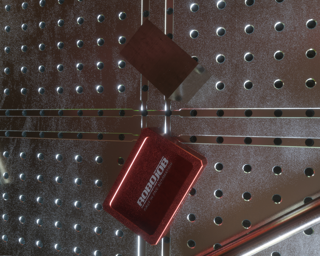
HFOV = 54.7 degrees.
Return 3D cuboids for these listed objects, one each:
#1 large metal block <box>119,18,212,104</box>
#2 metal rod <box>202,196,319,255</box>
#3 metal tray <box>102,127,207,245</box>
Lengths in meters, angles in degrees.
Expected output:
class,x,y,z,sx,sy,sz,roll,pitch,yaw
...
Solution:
class,x,y,z,sx,sy,sz,roll,pitch,yaw
large metal block,0.011,-0.077,0.379,0.080,0.080,0.050,45,104,14
metal rod,0.153,0.110,0.358,0.300,0.025,0.025,-34,79,16
metal tray,-0.008,0.075,0.411,0.090,0.030,0.129,32,100,17
